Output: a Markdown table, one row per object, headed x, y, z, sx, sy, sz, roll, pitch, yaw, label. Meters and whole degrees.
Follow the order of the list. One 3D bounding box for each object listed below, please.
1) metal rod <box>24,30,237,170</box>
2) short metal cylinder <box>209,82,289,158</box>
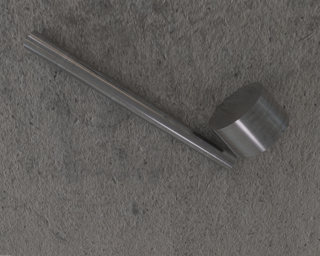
| x | y | z | sx | sy | sz | roll | pitch | yaw | label |
| --- | --- | --- | --- | --- | --- | --- | --- | --- | --- |
| -0.028 | -0.029 | 0.398 | 0.301 | 0.025 | 0.025 | 31 | 107 | -11 | metal rod |
| 0.107 | -0.010 | 0.378 | 0.080 | 0.080 | 0.050 | -42 | 105 | 14 | short metal cylinder |
